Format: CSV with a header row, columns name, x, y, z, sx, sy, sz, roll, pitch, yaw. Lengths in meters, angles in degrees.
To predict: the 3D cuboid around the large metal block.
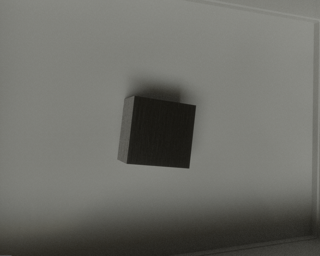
name,x,y,z,sx,sy,sz,roll,pitch,yaw
large metal block,-0.005,0.006,0.396,0.081,0.050,0.080,7,88,-20
